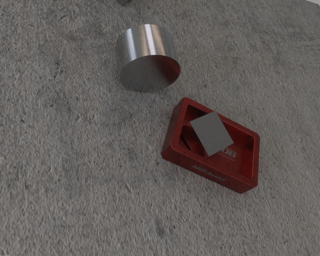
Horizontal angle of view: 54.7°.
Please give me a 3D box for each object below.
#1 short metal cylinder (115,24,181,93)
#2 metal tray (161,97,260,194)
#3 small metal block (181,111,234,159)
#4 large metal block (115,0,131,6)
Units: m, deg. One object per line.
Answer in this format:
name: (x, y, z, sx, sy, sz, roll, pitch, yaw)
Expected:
short metal cylinder: (-0.017, -0.091, 0.415, 0.081, 0.080, 0.050, 3, 60, -27)
metal tray: (0.074, 0.024, 0.425, 0.131, 0.030, 0.090, 26, 53, -12)
small metal block: (0.062, 0.011, 0.411, 0.050, 0.025, 0.050, -23, 80, -36)
large metal block: (-0.065, -0.261, 0.512, 0.080, 0.050, 0.080, 37, 51, -4)
